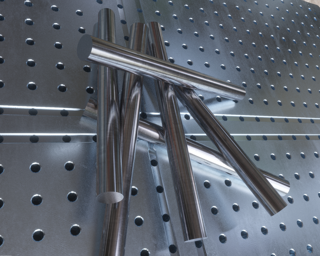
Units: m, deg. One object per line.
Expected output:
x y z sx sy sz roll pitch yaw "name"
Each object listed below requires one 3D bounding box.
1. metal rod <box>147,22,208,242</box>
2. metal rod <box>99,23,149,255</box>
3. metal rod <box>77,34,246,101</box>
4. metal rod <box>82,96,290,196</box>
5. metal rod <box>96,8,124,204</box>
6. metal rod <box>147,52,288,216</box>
0.013 -0.015 0.390 0.025 0.025 0.299 4 61 -26 "metal rod"
-0.038 0.004 0.356 0.025 0.025 0.299 14 65 -21 "metal rod"
0.030 -0.066 0.402 0.302 0.025 0.025 5 58 -48 "metal rod"
0.045 0.030 0.413 0.301 0.025 0.025 23 53 -14 "metal rod"
-0.063 -0.053 0.377 0.025 0.025 0.300 10 48 -23 "metal rod"
0.061 -0.014 0.425 0.025 0.025 0.300 -22 66 -36 "metal rod"
